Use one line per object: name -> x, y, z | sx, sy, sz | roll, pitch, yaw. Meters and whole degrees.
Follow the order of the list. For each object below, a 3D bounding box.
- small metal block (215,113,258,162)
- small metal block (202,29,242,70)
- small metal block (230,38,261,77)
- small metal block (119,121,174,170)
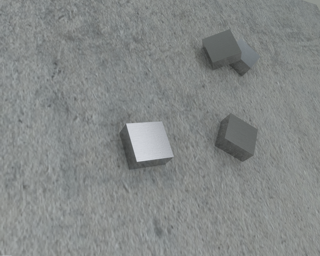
small metal block -> 0.114, 0.014, 0.459 | 0.050, 0.025, 0.050 | 30, 52, -9
small metal block -> 0.105, -0.133, 0.528 | 0.050, 0.025, 0.050 | -20, 68, 3
small metal block -> 0.149, -0.129, 0.565 | 0.050, 0.025, 0.050 | 43, 51, 1
small metal block -> -0.017, 0.021, 0.383 | 0.050, 0.025, 0.050 | -4, 64, -31
